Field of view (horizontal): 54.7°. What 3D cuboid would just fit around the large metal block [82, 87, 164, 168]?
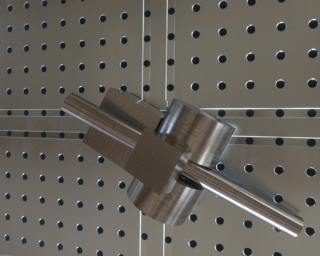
[{"bbox_3d":[-0.041,0.003,0.408,0.080,0.050,0.080,31,100,17],"label":"large metal block"}]

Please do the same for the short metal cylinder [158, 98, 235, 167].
[{"bbox_3d":[0.041,0.004,0.366,0.080,0.080,0.050,29,100,17],"label":"short metal cylinder"}]

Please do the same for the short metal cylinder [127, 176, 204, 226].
[{"bbox_3d":[0.007,0.073,0.377,0.080,0.080,0.050,32,100,17],"label":"short metal cylinder"}]

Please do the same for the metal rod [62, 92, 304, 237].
[{"bbox_3d":[0.024,0.041,0.358,0.301,0.025,0.025,29,100,2],"label":"metal rod"}]

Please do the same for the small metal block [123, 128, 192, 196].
[{"bbox_3d":[-0.003,0.034,0.326,0.050,0.025,0.050,32,101,25],"label":"small metal block"}]
